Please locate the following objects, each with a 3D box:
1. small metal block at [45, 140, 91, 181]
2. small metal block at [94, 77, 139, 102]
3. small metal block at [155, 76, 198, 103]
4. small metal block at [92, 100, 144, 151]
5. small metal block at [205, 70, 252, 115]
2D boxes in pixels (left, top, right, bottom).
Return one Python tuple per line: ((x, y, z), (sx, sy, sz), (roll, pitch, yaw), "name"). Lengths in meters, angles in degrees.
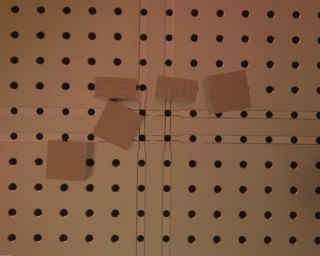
((-0.121, 0.042, 0.412), (0.050, 0.025, 0.050), (4, 90, -1), "small metal block")
((-0.054, -0.049, 0.400), (0.050, 0.050, 0.025), (2, 90, -1), "small metal block")
((0.020, -0.049, 0.401), (0.050, 0.050, 0.025), (7, 90, -1), "small metal block")
((-0.055, -0.004, 0.413), (0.050, 0.025, 0.050), (26, 90, -1), "small metal block")
((0.090, -0.047, 0.415), (0.050, 0.025, 0.050), (-10, 90, -1), "small metal block")
